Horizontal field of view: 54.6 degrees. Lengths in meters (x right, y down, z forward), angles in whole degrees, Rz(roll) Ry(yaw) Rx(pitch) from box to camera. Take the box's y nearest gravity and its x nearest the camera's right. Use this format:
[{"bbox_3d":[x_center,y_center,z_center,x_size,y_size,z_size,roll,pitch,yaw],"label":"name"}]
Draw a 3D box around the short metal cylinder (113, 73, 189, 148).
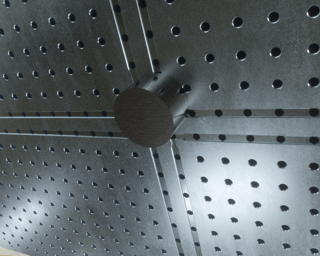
[{"bbox_3d":[-0.010,-0.022,0.387,0.080,0.050,0.080,13,124,21],"label":"short metal cylinder"}]
